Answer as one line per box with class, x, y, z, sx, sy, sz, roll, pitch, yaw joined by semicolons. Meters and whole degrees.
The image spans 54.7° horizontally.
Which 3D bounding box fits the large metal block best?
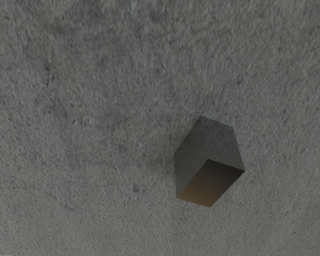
large metal block;0.060;0.044;0.410;0.050;0.080;0.079;19;127;-16
